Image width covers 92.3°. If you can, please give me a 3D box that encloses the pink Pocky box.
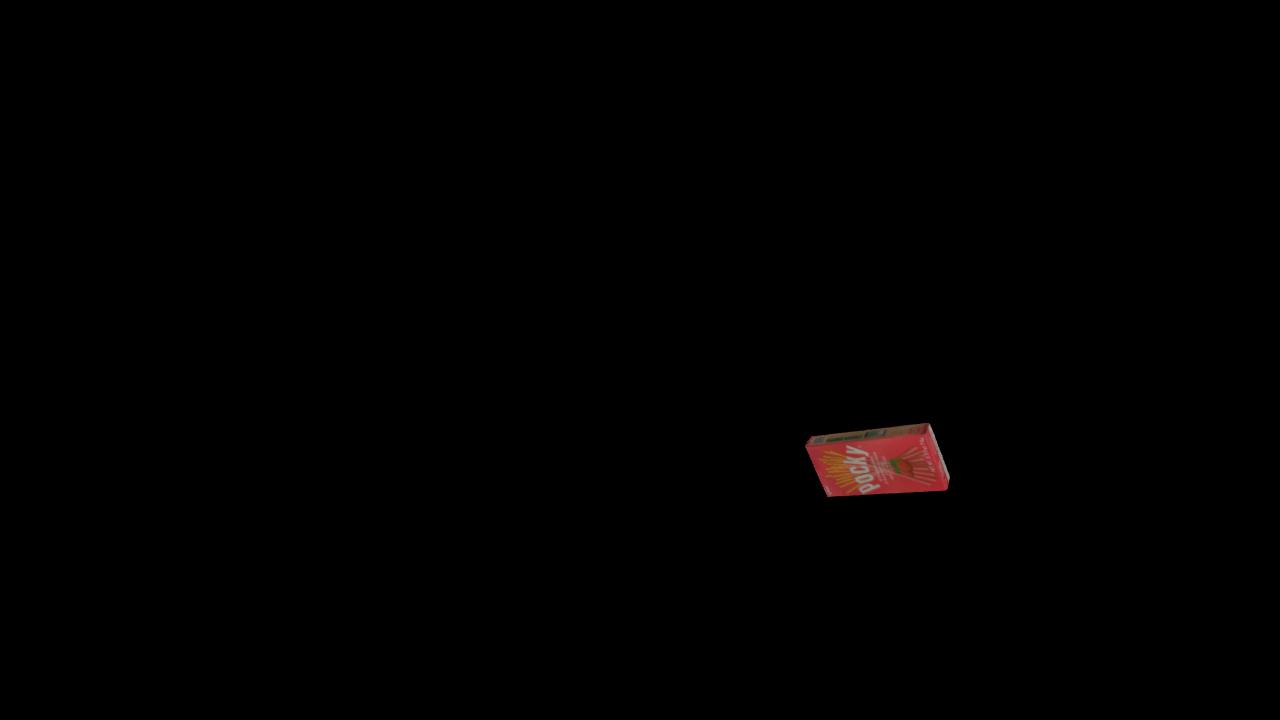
[{"bbox_3d":[0.296,0.129,0.775,0.155,0.084,0.029,-14,20,39],"label":"pink Pocky box"}]
